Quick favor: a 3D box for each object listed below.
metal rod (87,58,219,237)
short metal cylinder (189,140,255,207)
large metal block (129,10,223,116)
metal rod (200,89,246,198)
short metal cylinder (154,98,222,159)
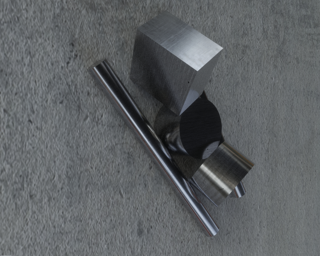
[{"bbox_3d":[0.004,0.042,0.408,0.025,0.025,0.299,-48,119,-29],"label":"metal rod"},{"bbox_3d":[0.087,0.064,0.435,0.050,0.080,0.080,41,55,15],"label":"short metal cylinder"},{"bbox_3d":[0.015,-0.074,0.362,0.080,0.080,0.050,38,58,13],"label":"large metal block"},{"bbox_3d":[0.069,-0.018,0.463,0.025,0.025,0.299,-40,114,-33],"label":"metal rod"},{"bbox_3d":[0.039,0.001,0.422,0.081,0.050,0.080,0,90,-40],"label":"short metal cylinder"}]
